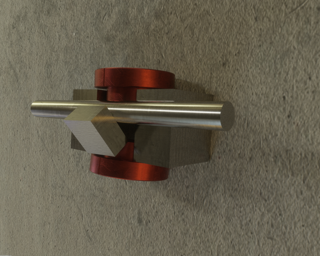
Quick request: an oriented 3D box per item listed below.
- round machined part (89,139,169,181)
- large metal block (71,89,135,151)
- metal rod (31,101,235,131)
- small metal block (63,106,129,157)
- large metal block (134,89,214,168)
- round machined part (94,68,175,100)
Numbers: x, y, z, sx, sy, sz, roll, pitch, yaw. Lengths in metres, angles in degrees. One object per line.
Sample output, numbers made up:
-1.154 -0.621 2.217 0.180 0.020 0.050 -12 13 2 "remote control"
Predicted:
-0.036 0.036 0.388 0.098 0.099 0.042 6 89 40 "round machined part"
-0.073 -0.010 0.431 0.050 0.081 0.079 6 94 40 "large metal block"
-0.059 -0.019 0.351 0.300 0.025 0.025 5 93 40 "metal rod"
-0.071 0.003 0.343 0.050 0.025 0.050 2 132 41 "small metal block"
0.018 -0.001 0.356 0.050 0.081 0.079 5 93 40 "large metal block"
-0.031 -0.047 0.385 0.098 0.099 0.042 5 94 40 "round machined part"
